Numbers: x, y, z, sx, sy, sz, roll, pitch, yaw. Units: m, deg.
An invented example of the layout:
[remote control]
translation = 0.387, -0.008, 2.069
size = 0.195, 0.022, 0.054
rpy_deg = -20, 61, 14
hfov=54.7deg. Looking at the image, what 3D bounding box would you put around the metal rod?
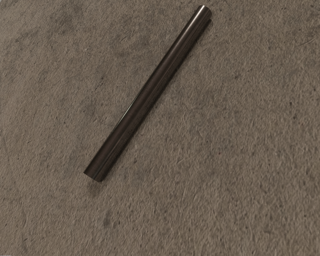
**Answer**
[metal rod]
translation = -0.011, -0.057, 0.442
size = 0.025, 0.025, 0.300
rpy_deg = 24, 74, 36
